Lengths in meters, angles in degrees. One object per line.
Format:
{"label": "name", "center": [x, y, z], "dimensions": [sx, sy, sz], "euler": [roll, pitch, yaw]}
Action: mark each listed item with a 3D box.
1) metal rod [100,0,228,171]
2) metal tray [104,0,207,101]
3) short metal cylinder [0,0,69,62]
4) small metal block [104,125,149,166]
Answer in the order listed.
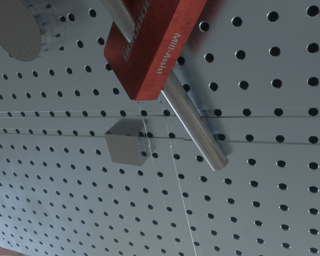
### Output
{"label": "metal rod", "center": [-0.002, -0.067, 0.344], "dimensions": [0.025, 0.025, 0.299], "euler": [-18, 117, 35]}
{"label": "metal tray", "center": [-0.013, -0.103, 0.321], "dimensions": [0.090, 0.030, 0.129], "euler": [58, 137, 31]}
{"label": "short metal cylinder", "center": [-0.168, -0.132, 0.402], "dimensions": [0.080, 0.050, 0.079], "euler": [13, 124, 21]}
{"label": "small metal block", "center": [-0.048, 0.026, 0.452], "dimensions": [0.050, 0.025, 0.050], "euler": [4, 121, 26]}
